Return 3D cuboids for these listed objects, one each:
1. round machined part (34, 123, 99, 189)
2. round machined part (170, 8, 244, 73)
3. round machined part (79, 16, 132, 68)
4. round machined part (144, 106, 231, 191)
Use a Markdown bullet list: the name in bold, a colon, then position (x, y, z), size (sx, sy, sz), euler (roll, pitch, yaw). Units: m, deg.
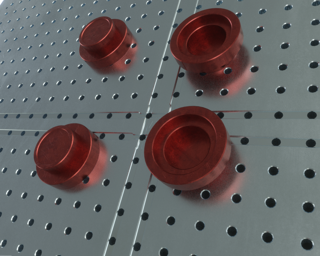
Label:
- **round machined part**: position (-0.141, 0.035, 0.448), size (0.098, 0.042, 0.098), euler (-13, 56, 20)
- **round machined part**: position (0.067, -0.116, 0.432), size (0.098, 0.042, 0.098), euler (-13, 56, 20)
- **round machined part**: position (-0.102, -0.157, 0.545), size (0.098, 0.042, 0.098), euler (-13, 56, 20)
- **round machined part**: position (0.035, 0.026, 0.362), size (0.098, 0.042, 0.098), euler (-13, 56, 20)
